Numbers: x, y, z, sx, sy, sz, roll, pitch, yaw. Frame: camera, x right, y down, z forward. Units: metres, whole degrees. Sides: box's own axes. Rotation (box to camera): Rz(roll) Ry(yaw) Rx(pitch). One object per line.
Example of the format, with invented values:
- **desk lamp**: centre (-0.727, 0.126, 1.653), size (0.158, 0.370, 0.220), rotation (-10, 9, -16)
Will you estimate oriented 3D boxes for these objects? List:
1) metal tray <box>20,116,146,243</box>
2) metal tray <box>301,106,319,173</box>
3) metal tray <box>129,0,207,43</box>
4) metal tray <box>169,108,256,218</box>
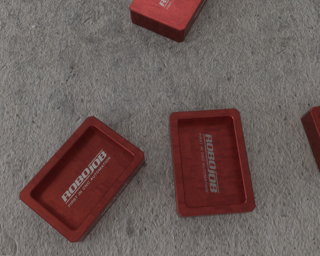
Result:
- **metal tray**: centre (-0.091, 0.061, 0.382), size (0.090, 0.030, 0.130), rotation (35, 74, 12)
- **metal tray**: centre (0.265, 0.010, 0.403), size (0.131, 0.030, 0.090), rotation (-9, 70, -4)
- **metal tray**: centre (0.023, -0.205, 0.480), size (0.090, 0.030, 0.130), rotation (26, 72, 9)
- **metal tray**: centre (0.061, 0.042, 0.390), size (0.091, 0.030, 0.130), rotation (-4, 70, -2)
